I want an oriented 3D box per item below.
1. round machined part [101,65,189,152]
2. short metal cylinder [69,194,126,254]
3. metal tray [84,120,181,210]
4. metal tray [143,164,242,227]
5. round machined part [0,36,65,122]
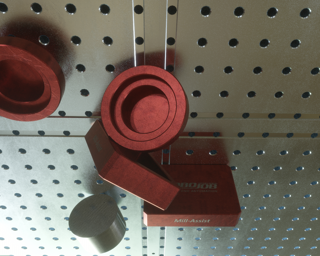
[{"bbox_3d":[-0.015,-0.020,0.360,0.098,0.098,0.042,-14,168,10],"label":"round machined part"},{"bbox_3d":[-0.101,0.156,0.507,0.080,0.080,0.050,-9,130,7],"label":"short metal cylinder"},{"bbox_3d":[-0.039,0.040,0.378,0.090,0.130,0.030,34,93,-26],"label":"metal tray"},{"bbox_3d":[0.043,0.096,0.451,0.131,0.090,0.030,1,130,-1],"label":"metal tray"},{"bbox_3d":[-0.157,-0.058,0.349,0.099,0.042,0.097,-1,130,0],"label":"round machined part"}]
